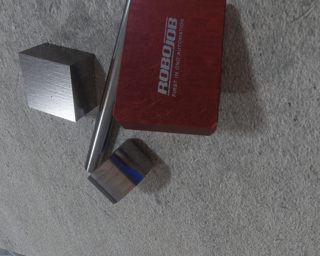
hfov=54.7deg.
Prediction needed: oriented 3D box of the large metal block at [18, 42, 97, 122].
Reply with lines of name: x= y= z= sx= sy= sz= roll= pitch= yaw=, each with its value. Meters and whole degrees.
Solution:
large metal block: x=-0.136 y=-0.064 z=0.423 sx=0.080 sy=0.050 sz=0.079 roll=17 pitch=125 yaw=18

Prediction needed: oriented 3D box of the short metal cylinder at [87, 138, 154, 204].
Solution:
short metal cylinder: x=-0.055 y=0.060 z=0.438 sx=0.050 sy=0.080 sz=0.080 roll=46 pitch=129 yaw=-4

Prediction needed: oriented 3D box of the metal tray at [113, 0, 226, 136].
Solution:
metal tray: x=0.012 y=-0.062 z=0.292 sx=0.090 sy=0.129 sz=0.030 roll=5 pitch=166 yaw=7

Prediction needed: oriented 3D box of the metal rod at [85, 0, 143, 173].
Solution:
metal rod: x=-0.063 y=-0.044 z=0.412 sx=0.025 sy=0.025 sz=0.298 roll=30 pitch=128 yaw=9

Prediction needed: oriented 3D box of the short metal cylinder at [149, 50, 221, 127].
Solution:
short metal cylinder: x=0.030 y=-0.042 z=0.330 sx=0.050 sy=0.080 sz=0.079 roll=5 pitch=121 yaw=26
